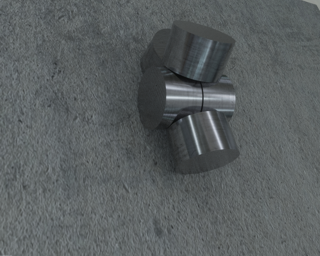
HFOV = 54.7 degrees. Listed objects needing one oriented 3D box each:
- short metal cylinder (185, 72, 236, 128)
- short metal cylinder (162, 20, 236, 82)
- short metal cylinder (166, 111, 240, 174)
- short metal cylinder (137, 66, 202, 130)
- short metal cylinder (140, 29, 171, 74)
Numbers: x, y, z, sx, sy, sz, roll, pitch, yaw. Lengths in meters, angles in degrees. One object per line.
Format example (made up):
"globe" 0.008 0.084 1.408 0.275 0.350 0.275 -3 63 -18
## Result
"short metal cylinder" 0.057 -0.037 0.425 0.050 0.080 0.080 0 62 -28
"short metal cylinder" 0.048 -0.098 0.392 0.081 0.050 0.080 14 29 -7
"short metal cylinder" 0.053 0.020 0.388 0.081 0.080 0.050 0 62 -29
"short metal cylinder" 0.010 -0.037 0.400 0.050 0.080 0.080 1 62 -28
"short metal cylinder" 0.016 -0.100 0.462 0.081 0.050 0.080 14 56 -21
